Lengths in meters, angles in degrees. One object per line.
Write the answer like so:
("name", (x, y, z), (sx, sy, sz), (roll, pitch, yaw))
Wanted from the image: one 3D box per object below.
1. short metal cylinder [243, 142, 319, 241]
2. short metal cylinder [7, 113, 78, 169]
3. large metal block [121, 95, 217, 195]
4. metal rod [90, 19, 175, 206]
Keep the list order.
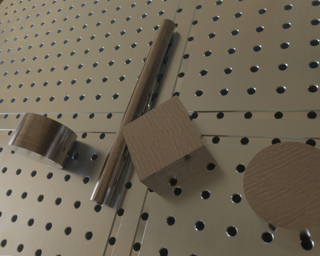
("short metal cylinder", (0.124, 0.059, 0.290), (0.080, 0.050, 0.080), (-13, 56, 20))
("short metal cylinder", (-0.168, 0.020, 0.447), (0.080, 0.080, 0.050), (7, 65, 31))
("large metal block", (0.009, 0.021, 0.374), (0.080, 0.050, 0.080), (-31, 52, 8))
("metal rod", (-0.032, -0.037, 0.445), (0.025, 0.025, 0.300), (5, 64, 30))
